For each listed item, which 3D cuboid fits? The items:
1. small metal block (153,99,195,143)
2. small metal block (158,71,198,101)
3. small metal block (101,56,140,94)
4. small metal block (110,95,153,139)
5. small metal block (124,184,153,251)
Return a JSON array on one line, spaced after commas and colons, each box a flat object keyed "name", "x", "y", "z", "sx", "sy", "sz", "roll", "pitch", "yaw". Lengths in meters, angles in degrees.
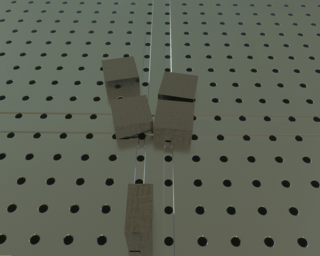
[{"name": "small metal block", "x": 0.019, "y": -0.010, "z": 0.416, "sx": 0.050, "sy": 0.025, "sz": 0.050, "roll": 6, "pitch": 50, "yaw": 4}, {"name": "small metal block", "x": 0.027, "y": -0.054, "z": 0.454, "sx": 0.050, "sy": 0.025, "sz": 0.050, "roll": 9, "pitch": 51, "yaw": 7}, {"name": "small metal block", "x": -0.061, "y": -0.082, "z": 0.476, "sx": 0.050, "sy": 0.025, "sz": 0.050, "roll": -10, "pitch": 51, "yaw": -9}, {"name": "small metal block", "x": -0.039, "y": -0.015, "z": 0.420, "sx": 0.050, "sy": 0.025, "sz": 0.050, "roll": -9, "pitch": 51, "yaw": -8}, {"name": "small metal block", "x": -0.020, "y": 0.091, "z": 0.315, "sx": 0.025, "sy": 0.050, "sz": 0.050, "roll": 0, "pitch": 50, "yaw": 0}]
